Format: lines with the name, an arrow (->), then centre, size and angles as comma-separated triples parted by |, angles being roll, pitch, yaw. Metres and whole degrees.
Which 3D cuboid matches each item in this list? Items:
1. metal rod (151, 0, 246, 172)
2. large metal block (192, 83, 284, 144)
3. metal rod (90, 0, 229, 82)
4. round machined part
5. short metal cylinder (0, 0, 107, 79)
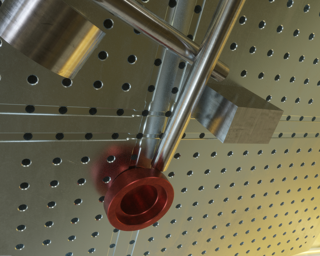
metal rod -> 0.047, -0.063, 0.368 | 0.025, 0.025, 0.298 | 2, 127, -30
large metal block -> 0.102, -0.021, 0.421 | 0.081, 0.080, 0.050 | 2, 117, -30
metal rod -> -0.029, -0.120, 0.321 | 0.302, 0.025, 0.025 | 23, 106, -37
round machined part -> -0.033, 0.096, 0.443 | 0.099, 0.042, 0.097 | -14, 125, -20
short metal cylinder -> -0.095, -0.087, 0.270 | 0.080, 0.080, 0.050 | 31, 101, -39
